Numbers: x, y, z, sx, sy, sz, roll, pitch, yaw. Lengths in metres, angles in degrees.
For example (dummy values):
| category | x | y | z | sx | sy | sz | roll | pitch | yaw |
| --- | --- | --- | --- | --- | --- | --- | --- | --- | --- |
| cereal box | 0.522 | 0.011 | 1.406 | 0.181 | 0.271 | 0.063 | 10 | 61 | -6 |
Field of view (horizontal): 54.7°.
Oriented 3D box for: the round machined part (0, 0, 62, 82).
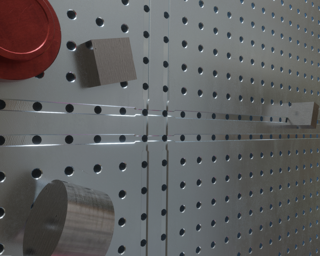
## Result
| category | x | y | z | sx | sy | sz | roll | pitch | yaw |
| --- | --- | --- | --- | --- | --- | --- | --- | --- | --- |
| round machined part | -0.137 | -0.093 | 0.284 | 0.099 | 0.042 | 0.097 | 0 | 90 | -40 |

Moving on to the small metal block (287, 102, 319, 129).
| category | x | y | z | sx | sy | sz | roll | pitch | yaw |
| --- | --- | --- | --- | --- | --- | --- | --- | --- | --- |
| small metal block | 0.299 | -0.026 | 0.648 | 0.025 | 0.050 | 0.050 | 23 | 75 | -38 |

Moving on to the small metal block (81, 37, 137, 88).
| category | x | y | z | sx | sy | sz | roll | pitch | yaw |
| --- | --- | --- | --- | --- | --- | --- | --- | --- | --- |
| small metal block | -0.059 | -0.077 | 0.361 | 0.050 | 0.025 | 0.050 | -18 | 101 | -39 |

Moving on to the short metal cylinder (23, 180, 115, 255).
| category | x | y | z | sx | sy | sz | roll | pitch | yaw |
| --- | --- | --- | --- | --- | --- | --- | --- | --- | --- |
| short metal cylinder | -0.089 | 0.095 | 0.300 | 0.050 | 0.080 | 0.080 | 27 | 73 | -37 |
